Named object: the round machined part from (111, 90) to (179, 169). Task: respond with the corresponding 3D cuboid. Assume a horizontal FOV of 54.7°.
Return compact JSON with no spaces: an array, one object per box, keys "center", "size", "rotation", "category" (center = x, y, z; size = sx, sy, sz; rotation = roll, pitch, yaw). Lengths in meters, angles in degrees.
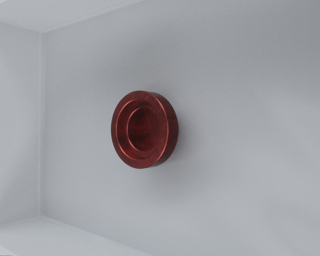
[{"center":[-0.015,0.002,0.401],"size":[0.098,0.042,0.097],"rotation":[0,90,39],"category":"round machined part"}]
